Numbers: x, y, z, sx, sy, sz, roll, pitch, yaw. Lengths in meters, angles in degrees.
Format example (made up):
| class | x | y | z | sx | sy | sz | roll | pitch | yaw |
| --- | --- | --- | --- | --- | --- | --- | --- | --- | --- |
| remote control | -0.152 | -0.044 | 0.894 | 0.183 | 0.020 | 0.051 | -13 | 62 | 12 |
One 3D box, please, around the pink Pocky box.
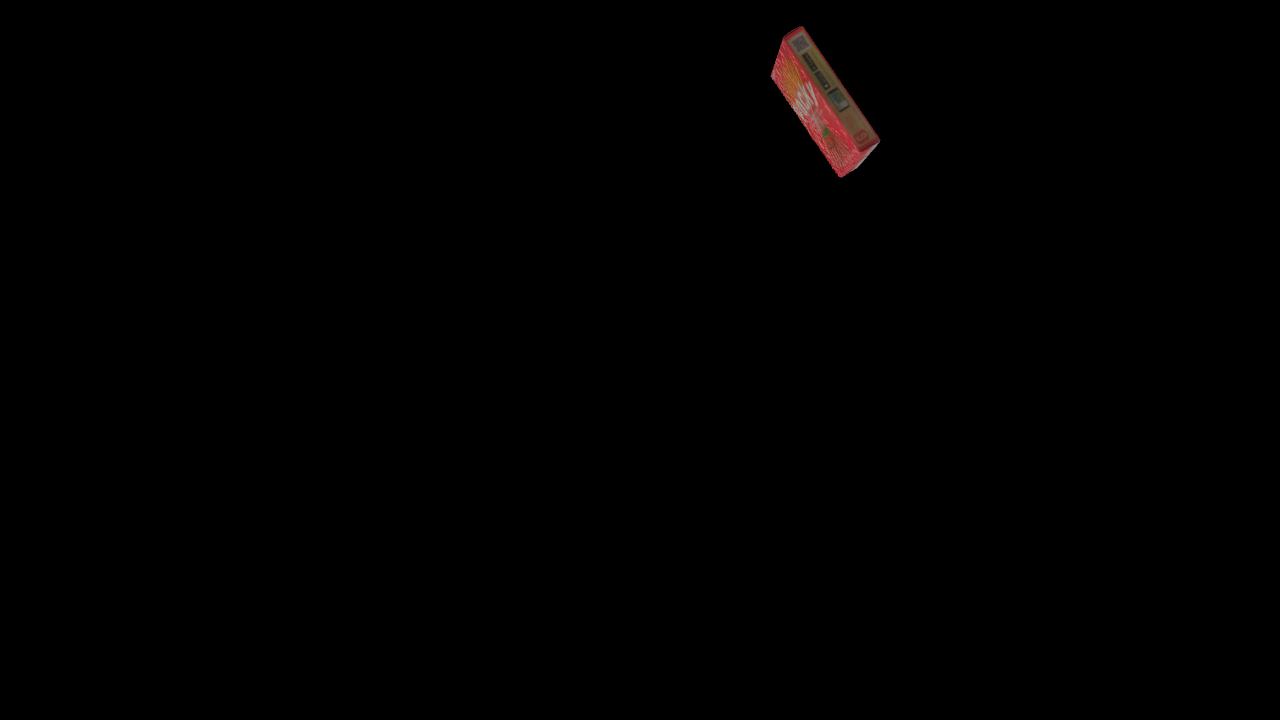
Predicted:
| class | x | y | z | sx | sy | sz | roll | pitch | yaw |
| --- | --- | --- | --- | --- | --- | --- | --- | --- | --- |
| pink Pocky box | 0.206 | -0.288 | 0.697 | 0.029 | 0.155 | 0.084 | -33 | -3 | 1 |
